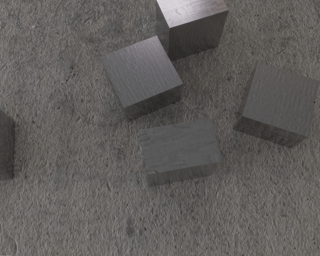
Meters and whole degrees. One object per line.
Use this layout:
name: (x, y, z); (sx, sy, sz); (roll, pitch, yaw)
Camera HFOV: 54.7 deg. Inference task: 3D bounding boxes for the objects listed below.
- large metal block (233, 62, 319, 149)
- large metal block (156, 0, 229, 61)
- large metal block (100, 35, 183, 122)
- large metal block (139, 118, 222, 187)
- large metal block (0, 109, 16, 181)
large metal block: (0.151, -0.029, 0.406); (0.080, 0.050, 0.080); (19, 71, 6)
large metal block: (0.041, -0.145, 0.432); (0.080, 0.080, 0.050); (-19, 71, -7)
large metal block: (-0.024, -0.066, 0.418); (0.080, 0.050, 0.080); (-23, 72, -8)
large metal block: (0.021, 0.032, 0.367); (0.081, 0.080, 0.050); (-10, 71, -4)
large metal block: (-0.232, 0.025, 0.384); (0.081, 0.050, 0.080); (-6, 70, -3)
